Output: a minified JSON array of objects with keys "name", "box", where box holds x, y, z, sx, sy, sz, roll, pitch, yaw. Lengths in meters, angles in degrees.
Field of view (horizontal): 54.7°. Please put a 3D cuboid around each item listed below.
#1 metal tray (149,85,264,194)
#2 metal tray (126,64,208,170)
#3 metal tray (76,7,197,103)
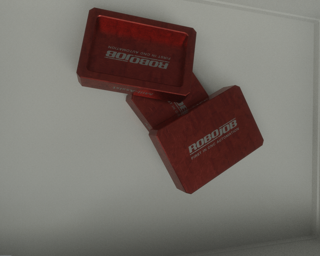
[{"name":"metal tray","box":[0.062,0.012,0.400,0.131,0.030,0.090,-30,101,-18]},{"name":"metal tray","box":[0.028,-0.016,0.419,0.090,0.030,0.130,-40,103,-16]},{"name":"metal tray","box":[-0.026,-0.087,0.375,0.131,0.030,0.090,9,76,-8]}]
